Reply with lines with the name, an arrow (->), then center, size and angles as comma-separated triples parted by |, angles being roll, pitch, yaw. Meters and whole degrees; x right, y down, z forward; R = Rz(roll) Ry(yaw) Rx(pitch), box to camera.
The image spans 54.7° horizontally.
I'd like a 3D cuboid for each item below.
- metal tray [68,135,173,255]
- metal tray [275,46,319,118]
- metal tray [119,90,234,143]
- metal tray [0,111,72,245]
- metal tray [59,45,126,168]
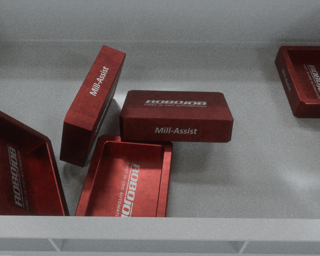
metal tray -> -0.036, 0.070, 0.342 | 0.091, 0.030, 0.130 | 5, 50, 4
metal tray -> 0.234, -0.072, 0.463 | 0.091, 0.030, 0.130 | 1, 50, 0
metal tray -> 0.020, -0.018, 0.395 | 0.131, 0.030, 0.090 | 2, 27, 1
metal tray -> -0.144, 0.048, 0.319 | 0.030, 0.090, 0.130 | -35, 53, 8
metal tray -> -0.082, -0.028, 0.382 | 0.030, 0.089, 0.130 | 20, 51, -7
